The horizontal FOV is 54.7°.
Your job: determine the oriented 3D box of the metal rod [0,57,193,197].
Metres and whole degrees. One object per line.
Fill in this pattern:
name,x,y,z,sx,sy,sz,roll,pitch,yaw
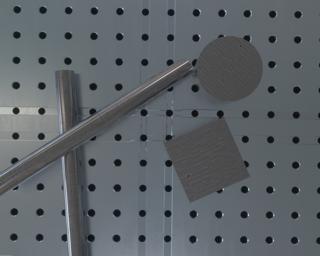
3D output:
metal rod,-0.087,-0.001,0.391,0.301,0.025,0.025,-34,90,-9

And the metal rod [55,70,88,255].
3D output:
metal rod,-0.116,0.074,0.412,0.025,0.025,0.298,-4,90,0

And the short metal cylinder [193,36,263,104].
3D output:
short metal cylinder,0.085,-0.072,0.402,0.081,0.050,0.079,0,90,0

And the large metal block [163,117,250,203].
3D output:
large metal block,0.057,0.039,0.401,0.080,0.050,0.080,-24,90,0
